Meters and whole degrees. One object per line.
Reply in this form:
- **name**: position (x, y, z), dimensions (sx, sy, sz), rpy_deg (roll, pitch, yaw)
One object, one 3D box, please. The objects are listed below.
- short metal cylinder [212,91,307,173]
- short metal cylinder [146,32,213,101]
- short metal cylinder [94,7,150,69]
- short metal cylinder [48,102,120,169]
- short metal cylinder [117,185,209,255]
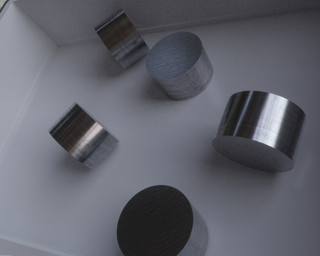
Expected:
- **short metal cylinder**: position (0.100, 0.005, 0.315), dimensions (0.080, 0.080, 0.050), rpy_deg (11, 68, 33)
- **short metal cylinder**: position (0.028, -0.085, 0.427), dimensions (0.080, 0.050, 0.080), rpy_deg (-13, 56, 21)
- **short metal cylinder**: position (-0.058, -0.140, 0.487), dimensions (0.050, 0.080, 0.080), rpy_deg (-35, 51, 6)
- **short metal cylinder**: position (-0.101, 0.010, 0.418), dimensions (0.050, 0.080, 0.080), rpy_deg (-48, 51, -5)
- **short metal cylinder**: position (0.004, 0.106, 0.317), dimensions (0.080, 0.050, 0.080), rpy_deg (-14, 49, 18)
